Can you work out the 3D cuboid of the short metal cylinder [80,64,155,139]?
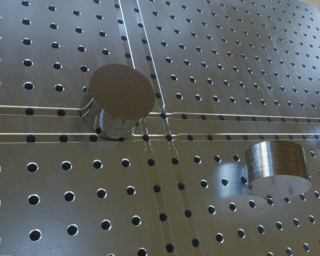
[{"bbox_3d":[-0.053,-0.033,0.385,0.081,0.050,0.080,14,56,-21],"label":"short metal cylinder"}]

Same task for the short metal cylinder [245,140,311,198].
[{"bbox_3d":[0.159,0.059,0.425,0.081,0.080,0.050,18,55,-19],"label":"short metal cylinder"}]
